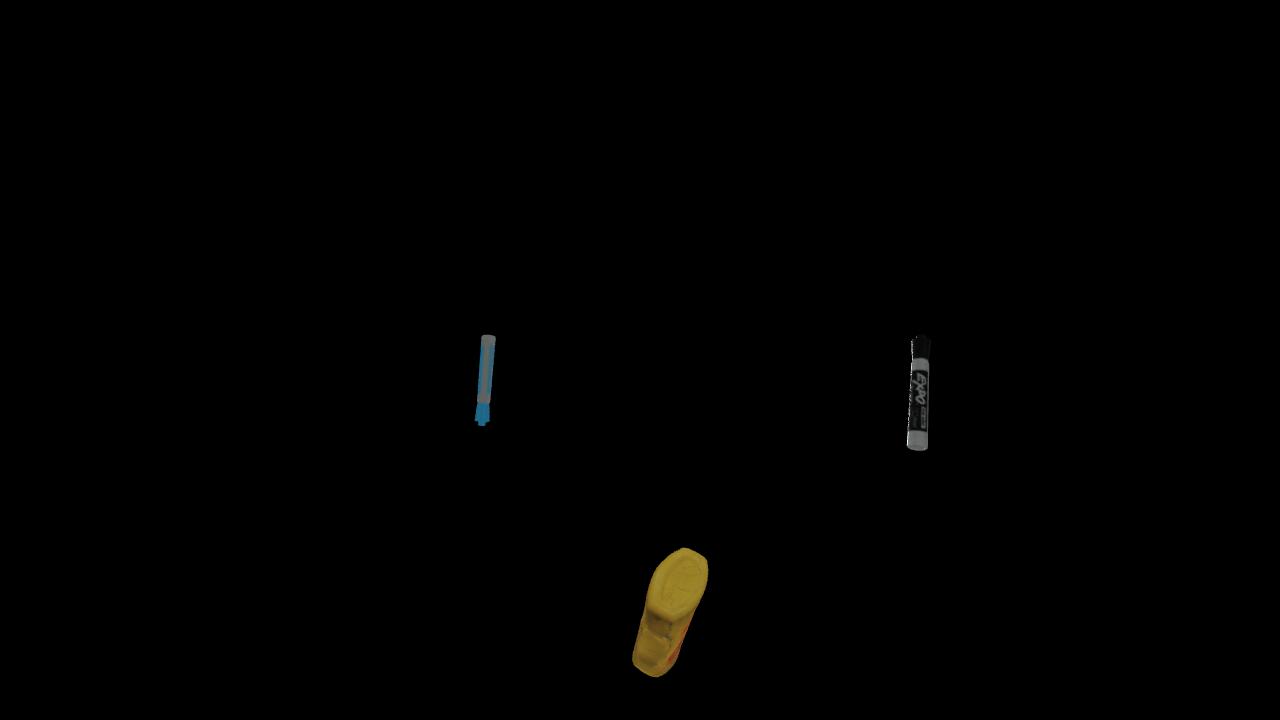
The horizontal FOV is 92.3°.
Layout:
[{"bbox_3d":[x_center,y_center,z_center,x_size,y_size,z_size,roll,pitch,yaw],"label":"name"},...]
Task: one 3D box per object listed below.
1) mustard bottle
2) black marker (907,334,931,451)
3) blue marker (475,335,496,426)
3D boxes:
[{"bbox_3d":[0.026,0.294,0.675,0.054,0.184,0.092,21,38,13],"label":"mustard bottle"},{"bbox_3d":[0.280,0.030,0.616,0.020,0.121,0.020,11,-21,4],"label":"black marker"},{"bbox_3d":[-0.205,0.027,0.814,0.020,0.121,0.020,1,-14,0],"label":"blue marker"}]
